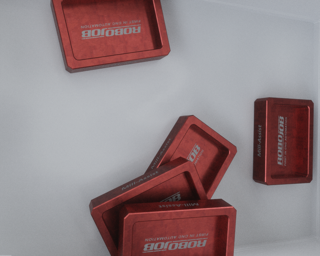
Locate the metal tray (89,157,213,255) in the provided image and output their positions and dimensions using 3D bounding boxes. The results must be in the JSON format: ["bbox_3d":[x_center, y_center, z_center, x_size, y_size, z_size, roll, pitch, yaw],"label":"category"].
[{"bbox_3d":[-0.007,0.102,0.374,0.131,0.030,0.090,-25,102,-13],"label":"metal tray"}]

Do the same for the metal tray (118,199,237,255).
[{"bbox_3d":[0.020,0.132,0.353,0.131,0.030,0.089,1,95,-17],"label":"metal tray"}]

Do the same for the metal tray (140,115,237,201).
[{"bbox_3d":[0.037,0.058,0.422,0.090,0.030,0.130,35,78,-17],"label":"metal tray"}]

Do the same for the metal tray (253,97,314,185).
[{"bbox_3d":[0.192,0.020,0.480,0.091,0.030,0.129,1,90,-21],"label":"metal tray"}]

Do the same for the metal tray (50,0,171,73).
[{"bbox_3d":[-0.059,-0.124,0.386,0.131,0.030,0.089,-13,95,-20],"label":"metal tray"}]
